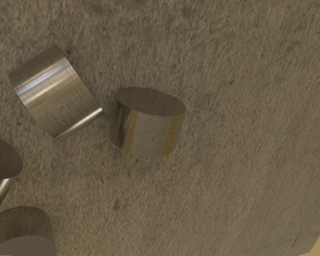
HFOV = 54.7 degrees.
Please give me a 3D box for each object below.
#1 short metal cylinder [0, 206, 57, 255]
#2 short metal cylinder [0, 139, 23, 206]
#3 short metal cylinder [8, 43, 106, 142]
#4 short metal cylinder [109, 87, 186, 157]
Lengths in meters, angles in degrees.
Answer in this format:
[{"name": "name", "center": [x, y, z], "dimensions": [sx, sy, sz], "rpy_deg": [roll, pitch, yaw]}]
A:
[{"name": "short metal cylinder", "center": [-0.175, 0.145, 0.386], "dimensions": [0.081, 0.050, 0.079], "rpy_deg": [-14, 125, -21]}, {"name": "short metal cylinder", "center": [-0.184, 0.043, 0.298], "dimensions": [0.080, 0.080, 0.050], "rpy_deg": [26, 104, -37]}, {"name": "short metal cylinder", "center": [-0.097, -0.033, 0.298], "dimensions": [0.050, 0.080, 0.080], "rpy_deg": [-34, 129, -6]}, {"name": "short metal cylinder", "center": [-0.015, -0.009, 0.359], "dimensions": [0.081, 0.080, 0.050], "rpy_deg": [-1, 119, -29]}]
